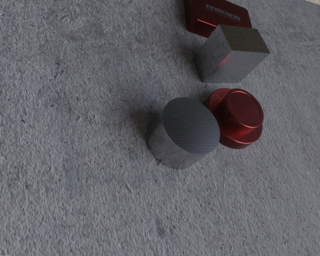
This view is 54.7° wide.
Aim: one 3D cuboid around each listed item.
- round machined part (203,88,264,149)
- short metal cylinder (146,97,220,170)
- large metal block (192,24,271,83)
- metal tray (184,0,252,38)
[{"bbox_3d":[0.116,-0.021,0.468,0.099,0.042,0.098,14,56,-21],"label":"round machined part"},{"bbox_3d":[0.029,0.007,0.399,0.081,0.050,0.080,14,56,-21],"label":"short metal cylinder"},{"bbox_3d":[0.113,-0.116,0.500,0.081,0.080,0.050,-5,64,-30],"label":"large metal block"},{"bbox_3d":[0.112,-0.206,0.586,0.131,0.030,0.090,12,57,-22],"label":"metal tray"}]
